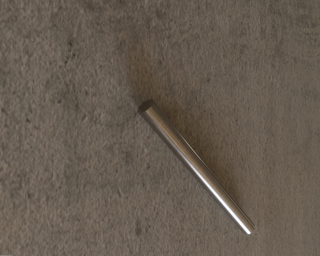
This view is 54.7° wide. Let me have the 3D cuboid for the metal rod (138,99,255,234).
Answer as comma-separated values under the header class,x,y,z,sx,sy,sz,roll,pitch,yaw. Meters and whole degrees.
class,x,y,z,sx,sy,sz,roll,pitch,yaw
metal rod,0.067,0.072,0.463,0.300,0.025,0.025,50,61,-29
